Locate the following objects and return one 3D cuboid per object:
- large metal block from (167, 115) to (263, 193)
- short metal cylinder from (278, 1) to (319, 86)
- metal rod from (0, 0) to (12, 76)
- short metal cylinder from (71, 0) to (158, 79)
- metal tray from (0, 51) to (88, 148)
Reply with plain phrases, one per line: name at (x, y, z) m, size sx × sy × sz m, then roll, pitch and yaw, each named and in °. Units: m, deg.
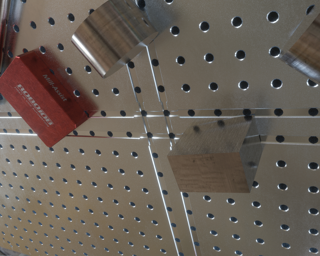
large metal block at (0.067, 0.029, 0.359) m, size 0.080 × 0.080 × 0.050 m, roll -6°, pitch 115°, yaw 31°
short metal cylinder at (0.144, -0.077, 0.252) m, size 0.050 × 0.080 × 0.079 m, roll 35°, pitch 129°, yaw 5°
metal rod at (-0.239, -0.135, 0.453) m, size 0.025 × 0.025 × 0.298 m, roll 37°, pitch 129°, yaw 3°
short metal cylinder at (-0.049, -0.099, 0.340) m, size 0.080 × 0.080 × 0.050 m, roll -34°, pitch 99°, yaw 38°
metal tray at (-0.184, -0.041, 0.480) m, size 0.090 × 0.030 × 0.130 m, roll -31°, pitch 102°, yaw 38°
